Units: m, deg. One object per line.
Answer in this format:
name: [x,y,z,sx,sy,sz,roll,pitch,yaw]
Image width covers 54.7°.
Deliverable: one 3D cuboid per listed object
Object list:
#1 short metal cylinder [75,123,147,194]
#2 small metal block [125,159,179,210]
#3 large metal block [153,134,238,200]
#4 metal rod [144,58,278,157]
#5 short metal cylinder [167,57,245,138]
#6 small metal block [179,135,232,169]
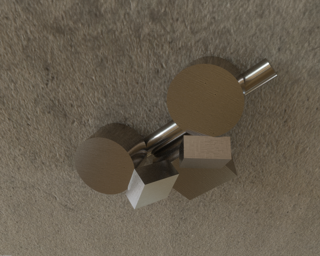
short metal cylinder: [-0.063,0.039,0.407,0.080,0.050,0.079,6,112,14]
small metal block: [-0.010,0.070,0.387,0.050,0.025,0.050,-12,139,-34]
large metal block: [0.047,0.046,0.430,0.080,0.050,0.080,-34,123,25]
metal rod: [0.014,0.006,0.413,0.299,0.025,0.025,-34,123,25]
short metal cylinder: [0.053,-0.036,0.343,0.080,0.050,0.079,6,112,14]
small metal block: [0.049,0.028,0.352,0.050,0.025,0.050,2,161,-2]
